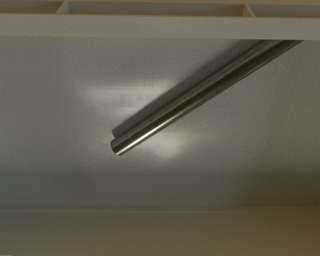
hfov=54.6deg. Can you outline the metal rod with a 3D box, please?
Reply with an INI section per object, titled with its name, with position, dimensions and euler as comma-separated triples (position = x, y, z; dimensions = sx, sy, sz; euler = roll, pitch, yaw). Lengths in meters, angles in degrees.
[metal rod]
position = 0.056, -0.046, 0.370
dimensions = 0.299, 0.025, 0.025
euler = -32, 123, 24
